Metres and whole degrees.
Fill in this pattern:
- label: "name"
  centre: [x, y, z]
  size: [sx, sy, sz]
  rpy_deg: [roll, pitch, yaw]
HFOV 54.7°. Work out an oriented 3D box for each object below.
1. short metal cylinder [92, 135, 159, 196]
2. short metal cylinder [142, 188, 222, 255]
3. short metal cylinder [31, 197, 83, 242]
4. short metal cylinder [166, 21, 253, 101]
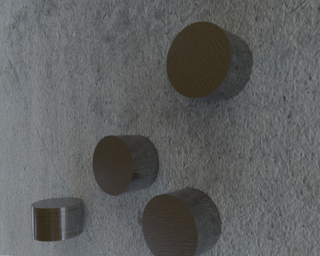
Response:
- label: "short metal cylinder"
  centre: [-0.048, 0.049, 0.428]
  size: [0.080, 0.050, 0.080]
  rpy_deg: [0, 90, 40]
- label: "short metal cylinder"
  centre: [0.025, 0.115, 0.368]
  size: [0.080, 0.050, 0.080]
  rpy_deg: [0, 90, 40]
- label: "short metal cylinder"
  centre: [-0.167, 0.147, 0.508]
  size: [0.080, 0.081, 0.050]
  rpy_deg: [-2, 89, 40]
- label: "short metal cylinder"
  centre: [0.054, -0.071, 0.344]
  size: [0.080, 0.050, 0.080]
  rpy_deg: [0, 90, 40]
